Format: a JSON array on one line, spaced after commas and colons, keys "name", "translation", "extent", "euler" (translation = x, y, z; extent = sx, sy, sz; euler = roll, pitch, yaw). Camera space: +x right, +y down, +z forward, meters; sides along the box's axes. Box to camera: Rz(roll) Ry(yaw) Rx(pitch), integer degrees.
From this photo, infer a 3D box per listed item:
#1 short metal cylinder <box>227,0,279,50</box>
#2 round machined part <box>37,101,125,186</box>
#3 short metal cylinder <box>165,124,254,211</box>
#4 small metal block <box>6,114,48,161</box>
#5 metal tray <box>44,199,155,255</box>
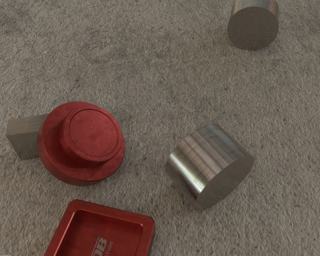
[{"name": "short metal cylinder", "translation": [0.157, -0.178, 0.519], "extent": [0.080, 0.080, 0.050], "euler": [12, 51, 9]}, {"name": "round machined part", "translation": [-0.082, 0.013, 0.349], "extent": [0.099, 0.042, 0.098], "euler": [19, 56, -30]}, {"name": "short metal cylinder", "translation": [0.053, 0.042, 0.333], "extent": [0.081, 0.080, 0.050], "euler": [-28, 56, -21]}, {"name": "small metal block", "translation": [-0.150, 0.012, 0.376], "extent": [0.050, 0.050, 0.025], "euler": [-9, 51, -8]}, {"name": "metal tray", "translation": [-0.063, 0.138, 0.283], "extent": [0.090, 0.030, 0.130], "euler": [11, 51, 9]}]
